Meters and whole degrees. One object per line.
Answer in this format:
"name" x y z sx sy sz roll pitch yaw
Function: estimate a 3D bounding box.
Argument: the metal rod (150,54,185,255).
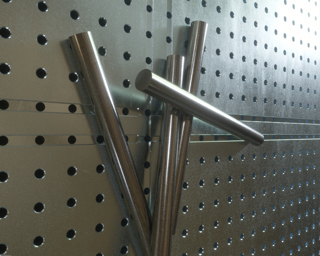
"metal rod" 0.009 0.050 0.394 0.025 0.025 0.299 15 74 -39

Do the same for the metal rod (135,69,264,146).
"metal rod" 0.078 -0.016 0.444 0.301 0.025 0.025 21 77 -47

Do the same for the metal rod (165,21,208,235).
"metal rod" 0.033 -0.006 0.435 0.025 0.025 0.299 16 80 -39

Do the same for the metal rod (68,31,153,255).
"metal rod" -0.045 0.038 0.370 0.025 0.025 0.299 -27 107 -37
